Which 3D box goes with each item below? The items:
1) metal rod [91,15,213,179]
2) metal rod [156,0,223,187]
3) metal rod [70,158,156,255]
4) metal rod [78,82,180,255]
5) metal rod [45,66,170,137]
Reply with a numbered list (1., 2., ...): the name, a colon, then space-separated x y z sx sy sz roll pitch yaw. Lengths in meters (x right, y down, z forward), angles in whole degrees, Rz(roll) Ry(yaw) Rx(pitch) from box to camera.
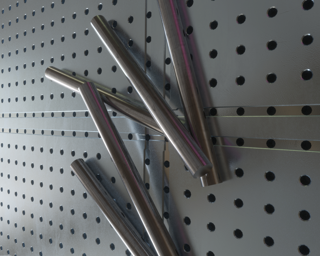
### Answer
1. metal rod: -0.025 -0.060 0.409 0.025 0.025 0.300 -52 54 27
2. metal rod: 0.028 -0.078 0.384 0.025 0.025 0.299 -21 77 38
3. metal rod: -0.047 0.151 0.445 0.300 0.025 0.025 44 116 30
4. metal rod: -0.041 0.066 0.422 0.025 0.025 0.299 -38 73 33
5. metal rod: -0.091 -0.049 0.482 0.300 0.025 0.025 26 106 36
